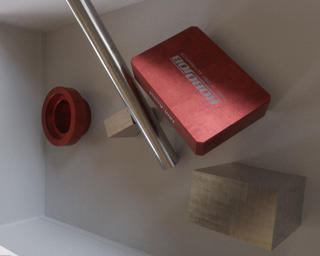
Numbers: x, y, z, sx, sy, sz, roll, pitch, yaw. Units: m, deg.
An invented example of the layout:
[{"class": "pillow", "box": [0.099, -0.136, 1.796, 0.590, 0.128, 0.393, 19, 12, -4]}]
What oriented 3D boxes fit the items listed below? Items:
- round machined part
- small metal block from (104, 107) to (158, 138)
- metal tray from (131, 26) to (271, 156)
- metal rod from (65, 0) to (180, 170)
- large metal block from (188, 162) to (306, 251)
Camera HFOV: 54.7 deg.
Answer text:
[{"class": "round machined part", "box": [-0.153, -0.019, 0.519, 0.098, 0.042, 0.097, 0, 90, 39]}, {"class": "small metal block", "box": [-0.039, -0.007, 0.420, 0.050, 0.050, 0.025, -27, 73, 36]}, {"class": "metal tray", "box": [0.040, -0.045, 0.334, 0.090, 0.030, 0.130, -31, 63, -12]}, {"class": "metal rod", "box": [-0.057, -0.081, 0.366, 0.025, 0.025, 0.299, -20, 105, 38]}, {"class": "large metal block", "box": [0.085, 0.069, 0.300, 0.080, 0.081, 0.050, 8, 95, 39]}]
